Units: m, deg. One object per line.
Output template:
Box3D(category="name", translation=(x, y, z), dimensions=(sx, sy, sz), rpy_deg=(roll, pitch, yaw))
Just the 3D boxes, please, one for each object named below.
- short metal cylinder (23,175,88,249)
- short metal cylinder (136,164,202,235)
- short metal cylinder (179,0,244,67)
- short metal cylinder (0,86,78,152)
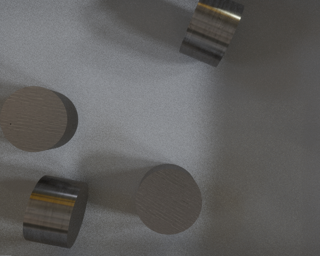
Box3D(category="short metal cylinder", translation=(-0.126, 0.102, 0.383), dimensions=(0.050, 0.080, 0.080), rpy_deg=(11, 90, 0))
Box3D(category="short metal cylinder", translation=(0.011, 0.089, 0.399), dimensions=(0.081, 0.050, 0.080), rpy_deg=(0, 90, 0))
Box3D(category="short metal cylinder", translation=(0.063, -0.122, 0.384), dimensions=(0.050, 0.080, 0.080), rpy_deg=(23, 90, 0))
Box3D(category="short metal cylinder", translation=(-0.152, -0.011, 0.398), dimensions=(0.081, 0.050, 0.080), rpy_deg=(0, 90, 0))
